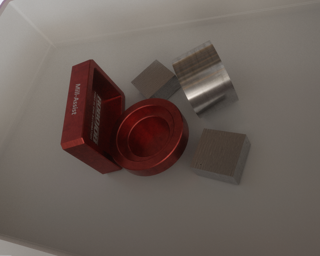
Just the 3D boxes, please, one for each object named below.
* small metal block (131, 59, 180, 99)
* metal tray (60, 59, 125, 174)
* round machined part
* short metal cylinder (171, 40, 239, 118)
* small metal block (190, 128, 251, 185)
[{"bbox_3d":[-0.006,-0.064,0.444,0.050,0.025,0.050,-42,50,-1],"label":"small metal block"},{"bbox_3d":[-0.083,-0.015,0.413,0.030,0.090,0.130,-16,55,20],"label":"metal tray"},{"bbox_3d":[-0.010,0.015,0.386,0.098,0.042,0.098,-13,56,20],"label":"round machined part"},{"bbox_3d":[0.054,-0.058,0.375,0.050,0.080,0.080,-26,53,12],"label":"short metal cylinder"},{"bbox_3d":[0.068,0.031,0.348,0.050,0.025,0.050,9,66,33],"label":"small metal block"}]
